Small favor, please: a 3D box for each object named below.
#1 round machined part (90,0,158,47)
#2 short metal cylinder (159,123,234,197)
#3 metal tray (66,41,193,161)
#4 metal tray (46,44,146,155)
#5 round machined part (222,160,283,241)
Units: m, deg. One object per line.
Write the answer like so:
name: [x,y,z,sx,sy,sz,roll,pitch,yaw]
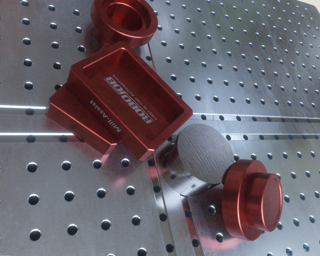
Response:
round machined part: [-0.056,-0.159,0.466,0.099,0.042,0.098,14,56,-21]
short metal cylinder: [0.046,0.041,0.394,0.081,0.050,0.080,14,56,-21]
metal tray: [-0.034,-0.036,0.370,0.130,0.030,0.091,46,51,3]
metal tray: [-0.067,-0.041,0.395,0.090,0.030,0.130,36,51,-5]
round machined part: [0.118,0.088,0.379,0.099,0.042,0.097,1,89,-50]
